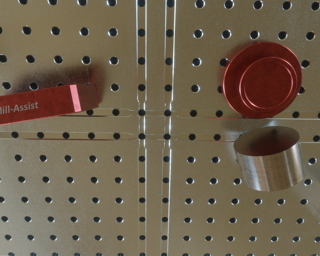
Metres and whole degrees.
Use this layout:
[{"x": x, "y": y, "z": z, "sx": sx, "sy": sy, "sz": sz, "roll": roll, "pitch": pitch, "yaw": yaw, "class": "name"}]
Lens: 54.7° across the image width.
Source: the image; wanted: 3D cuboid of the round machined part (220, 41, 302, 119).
[{"x": 0.128, "y": -0.057, "z": 0.385, "sx": 0.099, "sy": 0.042, "sz": 0.097, "roll": 0, "pitch": 110, "yaw": -1, "class": "round machined part"}]

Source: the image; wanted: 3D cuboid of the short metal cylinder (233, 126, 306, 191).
[{"x": 0.141, "y": 0.037, "z": 0.400, "sx": 0.080, "sy": 0.080, "sz": 0.050, "roll": -17, "pitch": 110, "yaw": 6, "class": "short metal cylinder"}]

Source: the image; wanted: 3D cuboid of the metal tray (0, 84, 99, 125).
[{"x": -0.148, "y": -0.026, "z": 0.364, "sx": 0.131, "sy": 0.090, "sz": 0.030, "roll": -9, "pitch": 97, "yaw": 3, "class": "metal tray"}]

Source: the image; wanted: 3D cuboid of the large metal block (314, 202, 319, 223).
[{"x": 0.283, "y": 0.133, "z": 0.437, "sx": 0.081, "sy": 0.080, "sz": 0.050, "roll": 8, "pitch": 110, "yaw": -3, "class": "large metal block"}]
